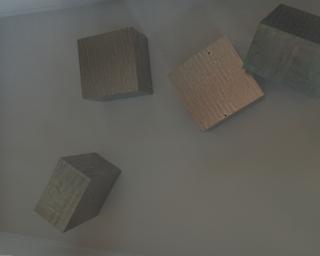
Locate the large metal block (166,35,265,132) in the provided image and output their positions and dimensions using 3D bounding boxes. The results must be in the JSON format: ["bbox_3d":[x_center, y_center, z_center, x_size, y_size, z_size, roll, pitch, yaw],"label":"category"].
[{"bbox_3d":[0.068,-0.050,0.373,0.080,0.050,0.080,-33,80,17],"label":"large metal block"}]

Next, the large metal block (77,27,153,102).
[{"bbox_3d":[-0.059,-0.082,0.418,0.080,0.050,0.080,-6,88,20],"label":"large metal block"}]

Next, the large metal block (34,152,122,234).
[{"bbox_3d":[-0.108,0.083,0.419,0.050,0.080,0.080,32,100,17],"label":"large metal block"}]

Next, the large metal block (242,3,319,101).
[{"bbox_3d":[0.144,-0.083,0.323,0.080,0.080,0.050,28,134,18],"label":"large metal block"}]
